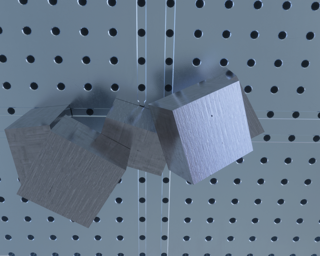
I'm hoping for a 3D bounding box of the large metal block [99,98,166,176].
[{"bbox_3d":[-0.029,0.009,0.386,0.080,0.080,0.050,18,109,-7],"label":"large metal block"}]

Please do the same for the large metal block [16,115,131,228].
[{"bbox_3d":[-0.088,0.045,0.329,0.080,0.050,0.080,30,107,-10],"label":"large metal block"}]

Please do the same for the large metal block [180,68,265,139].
[{"bbox_3d":[0.072,-0.017,0.395,0.080,0.050,0.080,-29,108,9],"label":"large metal block"}]

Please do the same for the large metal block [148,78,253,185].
[{"bbox_3d":[0.044,0.000,0.328,0.081,0.050,0.080,-25,111,-22],"label":"large metal block"}]

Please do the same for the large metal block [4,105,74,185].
[{"bbox_3d":[-0.142,0.022,0.390,0.050,0.080,0.079,-6,110,2],"label":"large metal block"}]
